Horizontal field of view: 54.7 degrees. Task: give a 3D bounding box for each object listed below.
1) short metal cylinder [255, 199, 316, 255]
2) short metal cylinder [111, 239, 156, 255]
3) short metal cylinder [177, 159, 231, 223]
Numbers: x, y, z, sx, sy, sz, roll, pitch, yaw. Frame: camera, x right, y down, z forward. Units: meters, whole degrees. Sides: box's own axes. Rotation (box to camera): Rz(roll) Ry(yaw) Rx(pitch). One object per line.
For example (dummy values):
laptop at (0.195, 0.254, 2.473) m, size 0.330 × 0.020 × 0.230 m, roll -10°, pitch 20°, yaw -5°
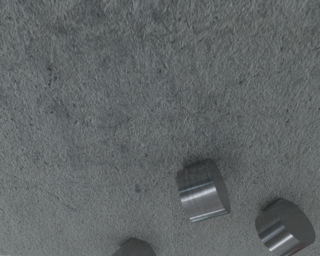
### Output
short metal cylinder at (0.207, 0.166, 0.514) m, size 0.080 × 0.080 × 0.050 m, roll 24°, pitch 126°, yaw -19°
short metal cylinder at (-0.052, 0.262, 0.594) m, size 0.080 × 0.080 × 0.050 m, roll 28°, pitch 125°, yaw -22°
short metal cylinder at (0.064, 0.091, 0.449) m, size 0.050 × 0.080 × 0.080 m, roll -21°, pitch 127°, yaw 17°
